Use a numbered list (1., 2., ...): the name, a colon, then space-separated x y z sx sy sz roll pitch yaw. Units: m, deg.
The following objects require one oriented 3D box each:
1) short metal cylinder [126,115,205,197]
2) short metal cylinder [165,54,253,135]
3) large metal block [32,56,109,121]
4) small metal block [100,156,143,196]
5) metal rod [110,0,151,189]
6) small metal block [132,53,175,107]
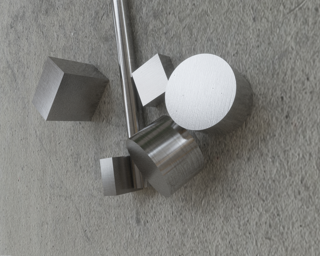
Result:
1. short metal cylinder: 0.005 0.032 0.357 0.080 0.050 0.080 45 158 24
2. short metal cylinder: 0.053 -0.034 0.336 0.080 0.050 0.080 -6 79 33
3. large metal block: -0.139 -0.057 0.481 0.050 0.081 0.080 43 116 31
4. small metal block: -0.053 0.065 0.430 0.025 0.050 0.050 -13 82 39
5. metal rod: -0.043 -0.066 0.438 0.025 0.025 0.298 -13 82 39
6. small metal block: -0.005 -0.061 0.407 0.050 0.025 0.050 -31 71 35
